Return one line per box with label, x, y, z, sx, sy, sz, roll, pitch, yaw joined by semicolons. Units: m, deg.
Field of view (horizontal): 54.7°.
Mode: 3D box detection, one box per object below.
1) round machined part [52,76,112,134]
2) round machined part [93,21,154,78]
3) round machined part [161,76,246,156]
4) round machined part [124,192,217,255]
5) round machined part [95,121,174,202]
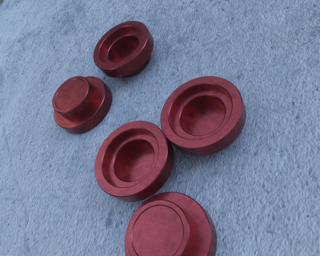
round machined part;-0.128;-0.043;0.487;0.098;0.042;0.098;-13;56;21
round machined part;-0.053;-0.120;0.495;0.098;0.042;0.098;-13;56;21
round machined part;0.054;-0.011;0.371;0.098;0.042;0.098;-13;56;20
round machined part;0.005;0.113;0.321;0.098;0.042;0.098;-13;56;21
round machined part;-0.027;0.043;0.381;0.098;0.042;0.098;-13;56;21
